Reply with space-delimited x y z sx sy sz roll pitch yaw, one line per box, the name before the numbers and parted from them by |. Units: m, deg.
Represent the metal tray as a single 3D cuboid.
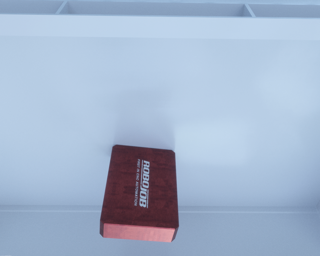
metal tray | -0.025 0.080 0.408 0.091 0.130 0.030 6 130 -5
